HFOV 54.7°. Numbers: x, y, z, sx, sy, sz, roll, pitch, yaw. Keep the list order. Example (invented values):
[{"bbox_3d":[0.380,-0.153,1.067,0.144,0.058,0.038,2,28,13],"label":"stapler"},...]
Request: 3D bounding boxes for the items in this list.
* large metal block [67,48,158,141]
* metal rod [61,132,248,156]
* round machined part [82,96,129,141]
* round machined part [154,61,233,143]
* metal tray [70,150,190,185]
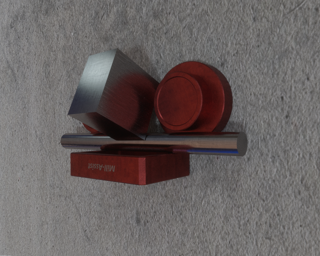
[{"bbox_3d":[-0.052,-0.037,0.377,0.050,0.080,0.080,-3,65,39],"label":"large metal block"},{"bbox_3d":[-0.033,0.019,0.405,0.300,0.025,0.025,-1,89,39],"label":"metal rod"},{"bbox_3d":[-0.081,-0.027,0.458,0.098,0.042,0.097,0,90,39],"label":"round machined part"},{"bbox_3d":[0.032,-0.031,0.366,0.098,0.042,0.097,0,90,39],"label":"round machined part"},{"bbox_3d":[-0.040,0.046,0.394,0.130,0.091,0.030,-1,89,39],"label":"metal tray"}]
